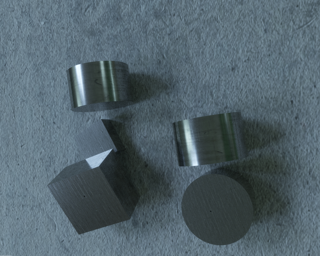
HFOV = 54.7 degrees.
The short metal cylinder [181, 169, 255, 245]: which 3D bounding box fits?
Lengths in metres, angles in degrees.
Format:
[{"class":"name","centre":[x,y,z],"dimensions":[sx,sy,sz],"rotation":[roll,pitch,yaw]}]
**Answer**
[{"class":"short metal cylinder","centre":[0.071,0.091,0.370],"dimensions":[0.080,0.050,0.079],"rotation":[0,90,20]}]

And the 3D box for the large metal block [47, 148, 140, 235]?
[{"class":"large metal block","centre":[-0.085,0.085,0.412],"dimensions":[0.080,0.050,0.080],"rotation":[-22,105,18]}]

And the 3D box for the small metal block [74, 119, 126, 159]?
[{"class":"small metal block","centre":[-0.085,0.022,0.439],"dimensions":[0.050,0.025,0.050],"rotation":[-32,80,17]}]

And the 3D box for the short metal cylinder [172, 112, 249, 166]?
[{"class":"short metal cylinder","centre":[0.057,0.013,0.359],"dimensions":[0.080,0.080,0.050],"rotation":[-10,87,20]}]

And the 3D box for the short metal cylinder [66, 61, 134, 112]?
[{"class":"short metal cylinder","centre":[-0.078,-0.052,0.407],"dimensions":[0.080,0.080,0.050],"rotation":[-9,87,20]}]
